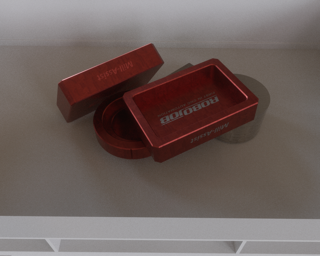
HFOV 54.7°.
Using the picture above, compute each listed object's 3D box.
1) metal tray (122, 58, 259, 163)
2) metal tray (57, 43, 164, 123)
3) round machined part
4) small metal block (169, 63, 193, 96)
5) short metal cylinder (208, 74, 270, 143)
[{"bbox_3d":[0.034,-0.025,0.359,0.131,0.030,0.090,-24,53,-14],"label":"metal tray"},{"bbox_3d":[-0.067,-0.058,0.406,0.131,0.090,0.030,-29,88,-23],"label":"metal tray"},{"bbox_3d":[-0.032,0.000,0.393,0.099,0.042,0.098,0,50,0],"label":"round machined part"},{"bbox_3d":[0.031,-0.055,0.433,0.050,0.050,0.025,-35,59,-28],"label":"small metal block"},{"bbox_3d":[0.098,-0.027,0.410,0.081,0.050,0.080,0,50,0],"label":"short metal cylinder"}]
